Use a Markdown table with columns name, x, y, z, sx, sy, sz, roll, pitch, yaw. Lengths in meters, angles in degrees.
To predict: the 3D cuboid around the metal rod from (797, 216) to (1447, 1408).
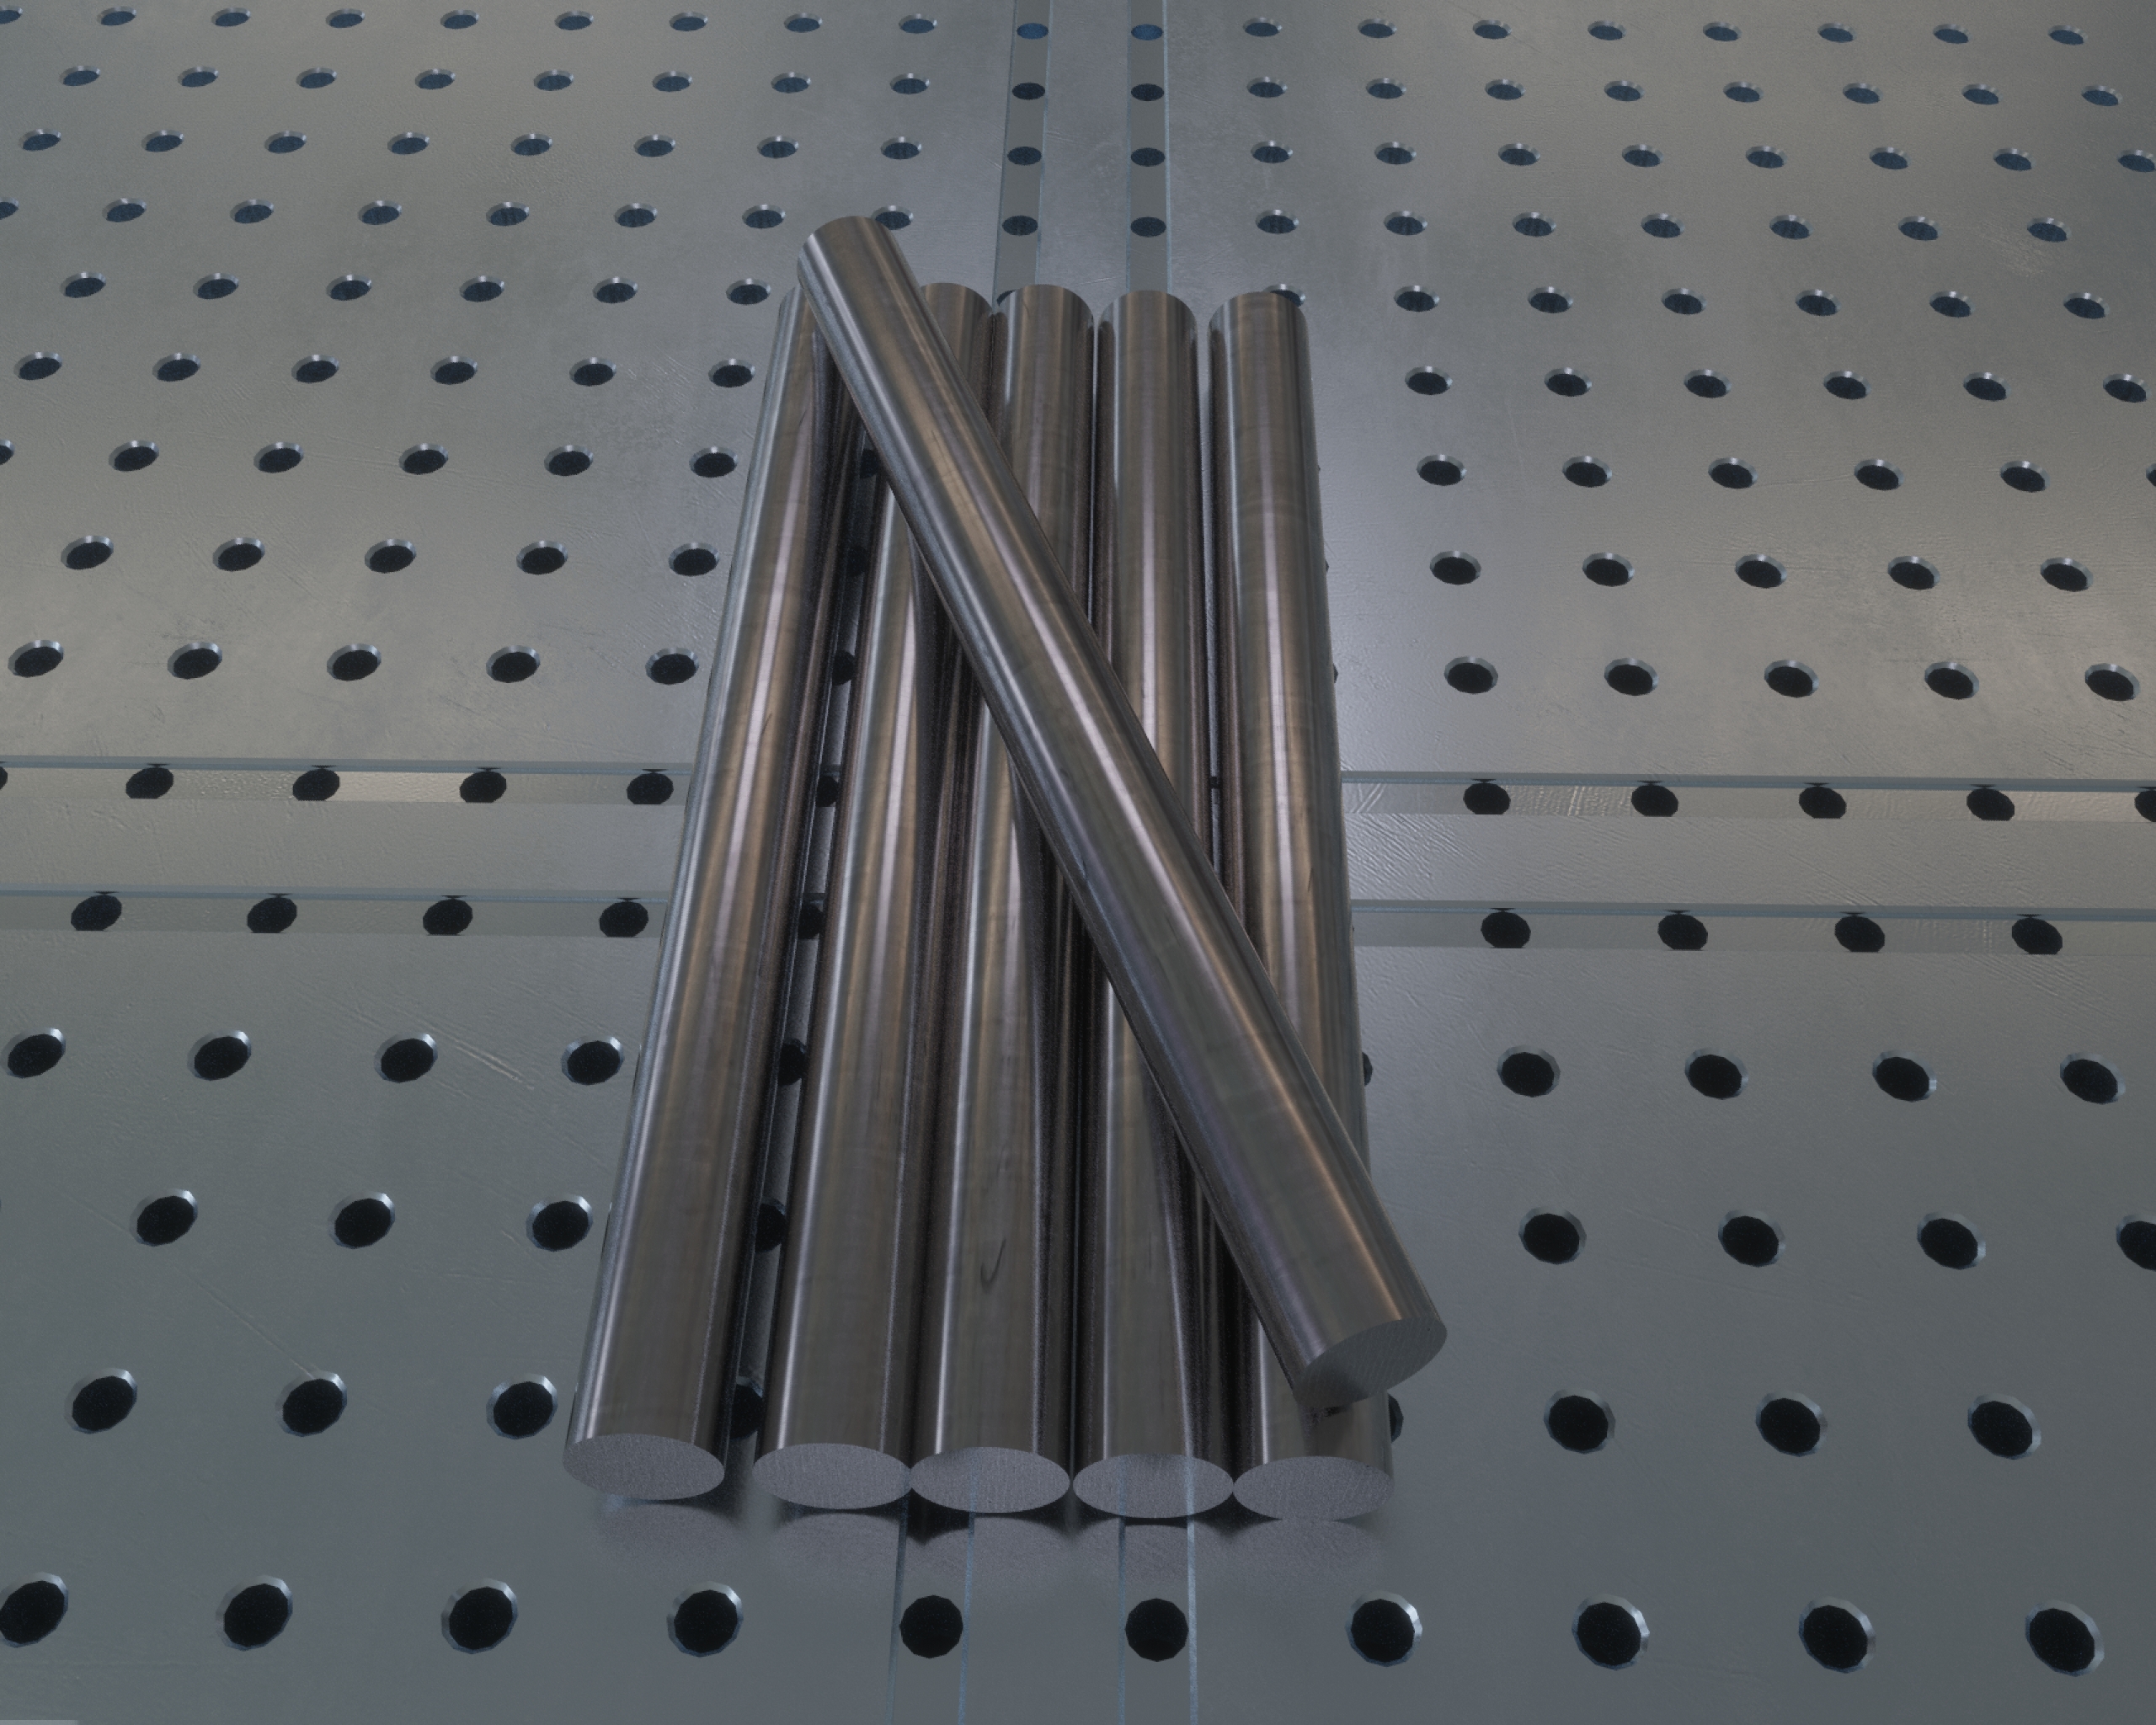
| name | x | y | z | sx | sy | sz | roll | pitch | yaw |
| --- | --- | --- | --- | --- | --- | --- | --- | --- | --- |
| metal rod | -0.005 | -0.033 | 0.403 | 0.025 | 0.025 | 0.300 | -15 | 52 | -12 |

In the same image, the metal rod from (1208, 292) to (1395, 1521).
| name | x | y | z | sx | sy | sz | roll | pitch | yaw |
| --- | --- | --- | --- | --- | --- | --- | --- | --- | --- |
| metal rod | 0.041 | -0.017 | 0.423 | 0.025 | 0.025 | 0.300 | 1 | 50 | 1 |

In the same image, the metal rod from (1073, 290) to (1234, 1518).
| name | x | y | z | sx | sy | sz | roll | pitch | yaw |
| --- | --- | --- | --- | --- | --- | --- | --- | --- | --- |
| metal rod | 0.015 | -0.017 | 0.423 | 0.025 | 0.025 | 0.300 | 1 | 50 | 1 |

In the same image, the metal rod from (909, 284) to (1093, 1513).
| name | x | y | z | sx | sy | sz | roll | pitch | yaw |
| --- | --- | --- | --- | --- | --- | --- | --- | --- | --- |
| metal rod | -0.011 | -0.018 | 0.422 | 0.025 | 0.025 | 0.300 | 1 | 50 | 1 |

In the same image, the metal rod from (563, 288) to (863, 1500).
| name | x | y | z | sx | sy | sz | roll | pitch | yaw |
| --- | --- | --- | --- | --- | --- | --- | --- | --- | --- |
| metal rod | -0.065 | -0.020 | 0.423 | 0.025 | 0.025 | 0.300 | 1 | 50 | 1 |

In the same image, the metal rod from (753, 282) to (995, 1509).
| name | x | y | z | sx | sy | sz | roll | pitch | yaw |
| --- | --- | --- | --- | --- | --- | --- | --- | --- | --- |
| metal rod | -0.035 | -0.019 | 0.422 | 0.025 | 0.025 | 0.300 | 1 | 50 | 1 |
